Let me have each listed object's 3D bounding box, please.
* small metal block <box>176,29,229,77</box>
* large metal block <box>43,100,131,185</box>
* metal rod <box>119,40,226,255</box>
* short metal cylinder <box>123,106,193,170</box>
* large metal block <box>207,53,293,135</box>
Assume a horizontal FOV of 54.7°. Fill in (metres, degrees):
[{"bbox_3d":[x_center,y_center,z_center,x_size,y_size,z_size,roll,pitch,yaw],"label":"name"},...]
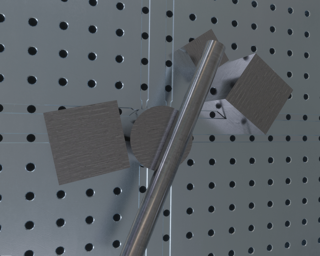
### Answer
[{"bbox_3d":[0.060,-0.102,0.435,0.050,0.025,0.050,-36,102,-17],"label":"small metal block"},{"bbox_3d":[-0.088,0.015,0.367,0.081,0.050,0.080,-12,94,-20],"label":"large metal block"},{"bbox_3d":[0.013,0.034,0.364,0.025,0.025,0.299,25,82,-19],"label":"metal rod"},{"bbox_3d":[-0.005,0.012,0.398,0.081,0.050,0.079,0,90,-20],"label":"short metal cylinder"},{"bbox_3d":[0.129,-0.046,0.447,0.080,0.050,0.080,38,78,-16],"label":"large metal block"}]
